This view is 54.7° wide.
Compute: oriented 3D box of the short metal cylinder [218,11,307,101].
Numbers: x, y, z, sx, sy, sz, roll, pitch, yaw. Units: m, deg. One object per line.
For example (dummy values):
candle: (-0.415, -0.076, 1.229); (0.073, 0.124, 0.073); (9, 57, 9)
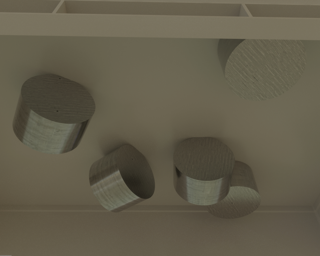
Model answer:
short metal cylinder: (0.105, -0.076, 0.330); (0.081, 0.050, 0.079); (0, 130, 0)

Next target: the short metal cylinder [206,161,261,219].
short metal cylinder: (0.108, 0.095, 0.476); (0.081, 0.050, 0.079); (0, 130, 0)

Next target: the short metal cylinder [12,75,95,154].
short metal cylinder: (-0.122, -0.016, 0.357); (0.080, 0.080, 0.050); (21, 127, -17)

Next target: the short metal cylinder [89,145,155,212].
short metal cylinder: (-0.051, 0.070, 0.432); (0.050, 0.080, 0.080); (-30, 124, 23)

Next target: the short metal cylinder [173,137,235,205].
short metal cylinder: (0.058, 0.057, 0.423); (0.081, 0.080, 0.050); (-1, 130, 0)
